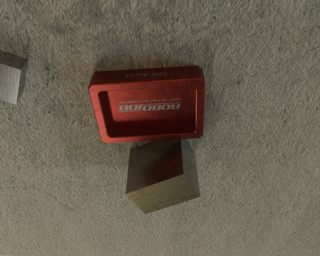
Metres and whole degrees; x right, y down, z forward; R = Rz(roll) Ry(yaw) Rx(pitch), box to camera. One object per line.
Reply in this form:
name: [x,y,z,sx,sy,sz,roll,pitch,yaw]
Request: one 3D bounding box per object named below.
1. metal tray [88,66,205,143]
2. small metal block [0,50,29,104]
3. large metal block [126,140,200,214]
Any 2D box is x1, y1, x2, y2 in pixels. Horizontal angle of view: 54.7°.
metal tray: [-0.013,-0.027,0.380,0.131,0.030,0.089,-3,130,2]
small metal block: [-0.183,-0.060,0.353,0.050,0.025,0.050,17,128,-15]
large metal block: [0.004,0.059,0.422,0.080,0.080,0.050,-22,127,17]
